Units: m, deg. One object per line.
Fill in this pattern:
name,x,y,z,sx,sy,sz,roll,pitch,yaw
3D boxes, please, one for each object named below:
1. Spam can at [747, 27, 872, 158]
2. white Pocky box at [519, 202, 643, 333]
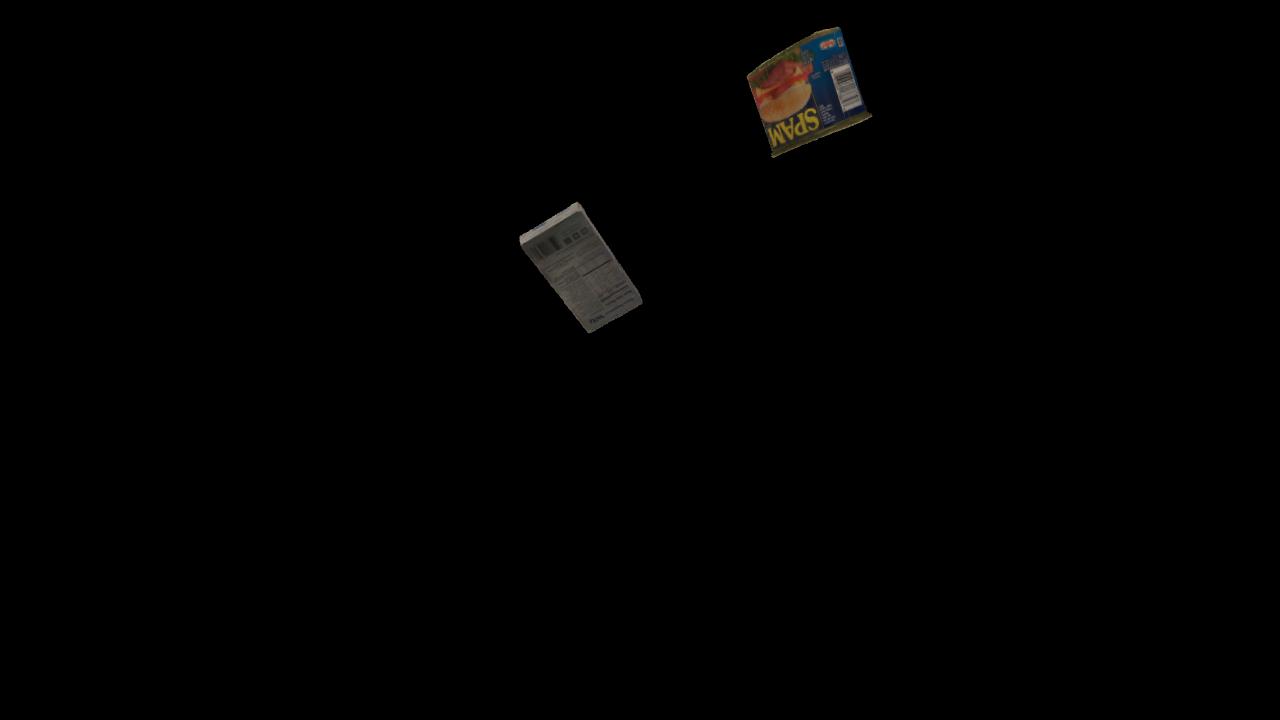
Spam can,0.157,-0.251,0.584,0.058,0.085,0.101,-29,14,-24
white Pocky box,-0.067,-0.106,0.740,0.084,0.028,0.154,-28,-50,10
